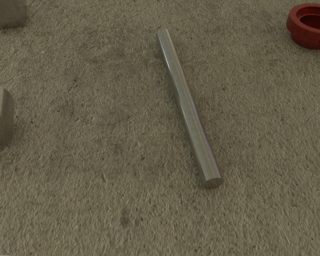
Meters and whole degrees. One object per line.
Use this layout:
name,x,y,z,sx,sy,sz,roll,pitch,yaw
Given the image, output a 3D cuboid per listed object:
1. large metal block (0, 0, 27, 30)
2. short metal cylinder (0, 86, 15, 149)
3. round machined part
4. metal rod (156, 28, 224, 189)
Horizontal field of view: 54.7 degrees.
large metal block,-0.282,-0.238,0.564,0.050,0.080,0.080,-11,51,-10
short metal cylinder,-0.222,-0.013,0.375,0.081,0.080,0.050,-11,51,-10
round machined part,0.271,-0.174,0.542,0.099,0.042,0.098,0,50,0
metal rod,0.033,-0.050,0.445,0.025,0.025,0.300,-8,51,-7
